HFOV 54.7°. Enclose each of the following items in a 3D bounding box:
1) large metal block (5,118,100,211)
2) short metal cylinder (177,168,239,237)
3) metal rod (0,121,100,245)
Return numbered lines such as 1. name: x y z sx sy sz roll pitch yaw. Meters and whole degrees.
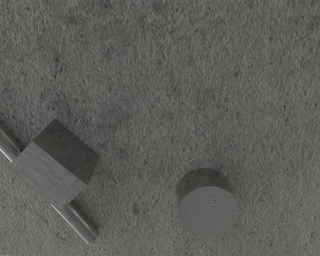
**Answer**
1. large metal block: -0.131 0.044 0.395 0.050 0.080 0.080 -43 105 14
2. short metal cylinder: 0.064 0.104 0.435 0.081 0.050 0.079 0 110 0
3. metal rod: -0.185 0.050 0.426 0.025 0.025 0.299 -32 107 11
